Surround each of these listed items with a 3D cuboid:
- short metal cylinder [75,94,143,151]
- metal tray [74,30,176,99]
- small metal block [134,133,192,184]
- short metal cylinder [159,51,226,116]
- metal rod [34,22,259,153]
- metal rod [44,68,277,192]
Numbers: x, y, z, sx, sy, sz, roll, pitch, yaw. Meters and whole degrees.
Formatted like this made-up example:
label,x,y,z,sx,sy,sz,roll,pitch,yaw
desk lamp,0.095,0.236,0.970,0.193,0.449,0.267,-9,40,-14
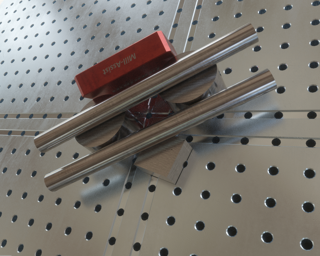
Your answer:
label,x,y,z,sx,sy,sz,roll,pitch,yaw
short metal cylinder,-0.070,0.001,0.427,0.080,0.050,0.080,-13,56,20
metal tray,-0.041,-0.081,0.434,0.130,0.090,0.030,-25,85,12
small metal block,0.004,0.035,0.382,0.050,0.025,0.050,16,70,34
short metal cylinder,0.042,-0.053,0.402,0.080,0.050,0.080,-13,56,20
metal rod,-0.025,-0.044,0.381,0.301,0.025,0.025,-26,53,11
metal rod,-0.009,0.008,0.373,0.301,0.025,0.025,-25,53,12
